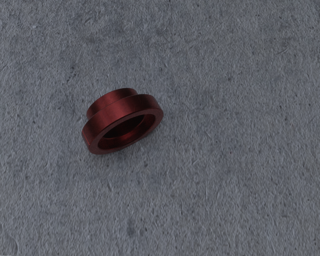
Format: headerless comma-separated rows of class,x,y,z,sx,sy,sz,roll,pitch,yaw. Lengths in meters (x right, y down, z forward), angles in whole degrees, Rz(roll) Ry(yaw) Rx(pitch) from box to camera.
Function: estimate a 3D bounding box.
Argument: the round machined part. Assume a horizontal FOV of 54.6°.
round machined part,-0.049,-0.011,0.373,0.098,0.098,0.042,-27,72,-10
